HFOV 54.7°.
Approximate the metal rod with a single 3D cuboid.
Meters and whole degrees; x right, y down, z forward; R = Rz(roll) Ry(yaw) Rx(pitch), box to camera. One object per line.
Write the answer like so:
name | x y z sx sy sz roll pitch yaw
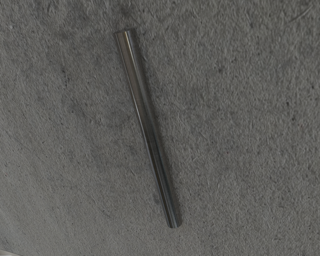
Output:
metal rod | -0.010 0.018 0.423 0.025 0.025 0.298 0 119 28
